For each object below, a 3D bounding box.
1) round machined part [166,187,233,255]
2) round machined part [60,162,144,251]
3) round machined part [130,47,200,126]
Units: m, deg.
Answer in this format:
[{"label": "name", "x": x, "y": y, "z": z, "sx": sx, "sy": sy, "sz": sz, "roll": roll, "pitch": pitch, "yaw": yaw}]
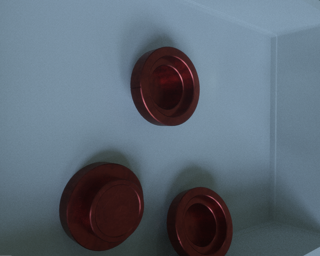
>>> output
[{"label": "round machined part", "x": 0.049, "y": 0.133, "z": 0.424, "sx": 0.099, "sy": 0.042, "sz": 0.098, "roll": 14, "pitch": 63, "yaw": -30}, {"label": "round machined part", "x": -0.057, "y": 0.089, "z": 0.348, "sx": 0.099, "sy": 0.042, "sz": 0.097, "roll": 0, "pitch": 90, "yaw": -40}, {"label": "round machined part", "x": 0.002, "y": -0.051, "z": 0.397, "sx": 0.099, "sy": 0.042, "sz": 0.097, "roll": 0, "pitch": 90, "yaw": -40}]
